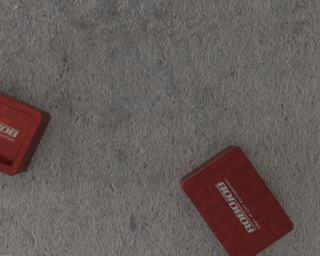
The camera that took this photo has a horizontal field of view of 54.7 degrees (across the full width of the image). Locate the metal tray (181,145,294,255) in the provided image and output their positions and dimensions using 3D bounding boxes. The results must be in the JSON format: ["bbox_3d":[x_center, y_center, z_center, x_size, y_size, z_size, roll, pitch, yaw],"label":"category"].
[{"bbox_3d":[0.099,0.099,0.408,0.090,0.030,0.130,-35,90,0],"label":"metal tray"}]

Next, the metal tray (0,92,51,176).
[{"bbox_3d":[-0.224,-0.005,0.405,0.131,0.030,0.090,25,90,0],"label":"metal tray"}]
